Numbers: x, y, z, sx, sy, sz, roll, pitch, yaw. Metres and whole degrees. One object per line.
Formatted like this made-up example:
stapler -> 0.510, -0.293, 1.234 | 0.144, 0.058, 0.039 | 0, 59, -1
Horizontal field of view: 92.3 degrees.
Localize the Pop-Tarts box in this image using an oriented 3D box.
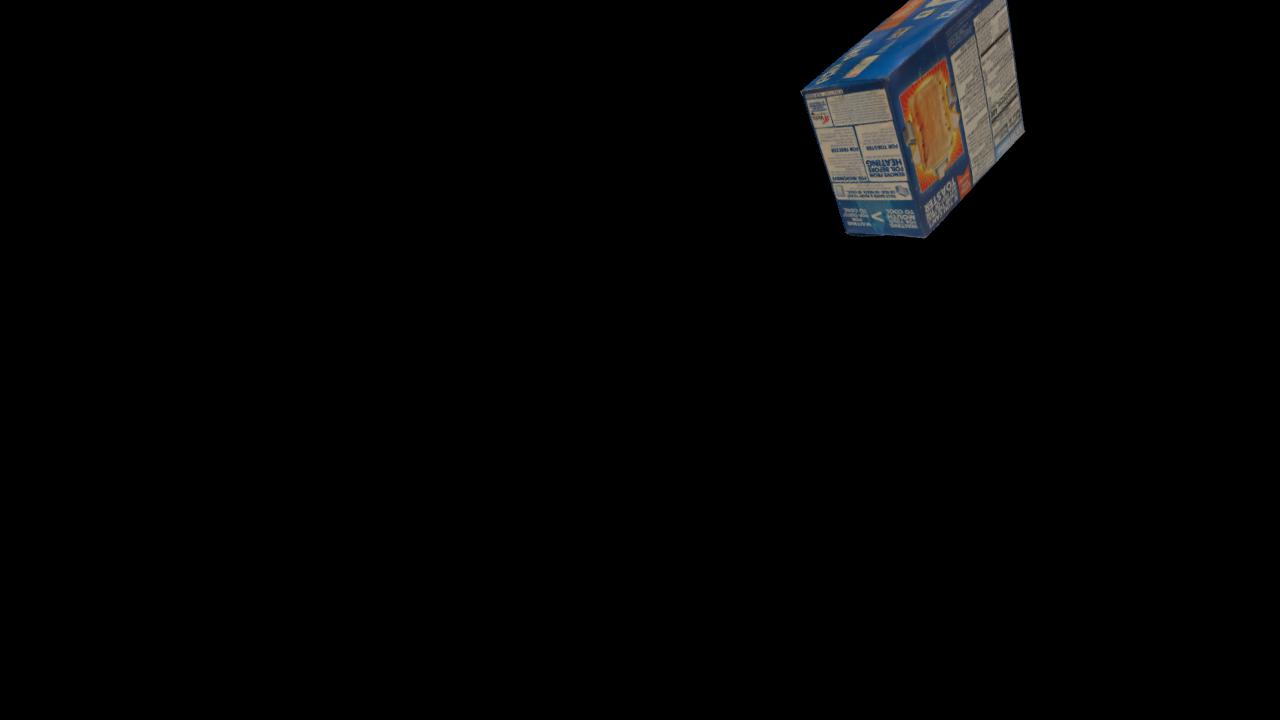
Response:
Pop-Tarts box -> 0.237, -0.210, 0.523 | 0.167, 0.141, 0.083 | -43, 33, -18
